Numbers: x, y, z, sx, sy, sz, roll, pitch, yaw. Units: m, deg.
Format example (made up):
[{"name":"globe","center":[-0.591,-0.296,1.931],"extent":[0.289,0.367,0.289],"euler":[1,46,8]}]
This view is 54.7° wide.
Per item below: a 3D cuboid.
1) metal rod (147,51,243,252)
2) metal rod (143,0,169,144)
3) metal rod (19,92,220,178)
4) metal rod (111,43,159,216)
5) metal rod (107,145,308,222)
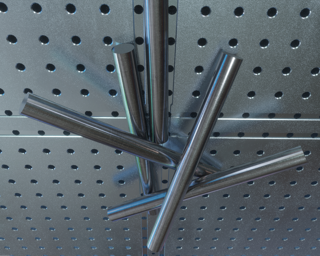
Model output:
[{"name":"metal rod","center":[0.037,0.048,0.405],"extent":[0.025,0.025,0.298],"euler":[14,114,-12]},{"name":"metal rod","center":[-0.003,-0.100,0.326],"extent":[0.025,0.025,0.298],"euler":[-1,130,0]},{"name":"metal rod","center":[-0.023,0.026,0.399],"extent":[0.302,0.025,0.025],"euler":[24,127,-33]},{"name":"metal rod","center":[-0.025,0.026,0.433],"extent":[0.025,0.025,0.298],"euler":[-5,130,3]},{"name":"metal rod","center":[0.052,0.086,0.444],"extent":[0.300,0.025,0.025],"euler":[-22,127,22]}]
